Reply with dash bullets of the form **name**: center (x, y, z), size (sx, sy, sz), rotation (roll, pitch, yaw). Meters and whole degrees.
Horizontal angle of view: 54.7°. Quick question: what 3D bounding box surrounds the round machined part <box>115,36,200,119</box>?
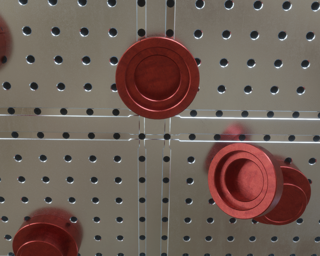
- **round machined part**: center (-0.003, -0.063, 0.381), size (0.099, 0.042, 0.097), rotation (0, 110, -1)

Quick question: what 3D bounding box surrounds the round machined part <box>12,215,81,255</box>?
- **round machined part**: center (-0.175, 0.185, 0.470), size (0.099, 0.042, 0.097), rotation (0, 110, -1)

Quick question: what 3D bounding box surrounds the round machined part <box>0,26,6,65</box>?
- **round machined part**: center (-0.241, -0.101, 0.364), size (0.099, 0.042, 0.097), rotation (0, 110, -1)

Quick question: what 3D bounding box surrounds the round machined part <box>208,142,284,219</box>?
- **round machined part**: center (0.116, 0.069, 0.413), size (0.042, 0.098, 0.097), rotation (8, 116, -46)

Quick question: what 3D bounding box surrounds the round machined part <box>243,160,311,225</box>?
- **round machined part**: center (0.168, 0.099, 0.443), size (0.099, 0.042, 0.097), rotation (0, 110, -1)
